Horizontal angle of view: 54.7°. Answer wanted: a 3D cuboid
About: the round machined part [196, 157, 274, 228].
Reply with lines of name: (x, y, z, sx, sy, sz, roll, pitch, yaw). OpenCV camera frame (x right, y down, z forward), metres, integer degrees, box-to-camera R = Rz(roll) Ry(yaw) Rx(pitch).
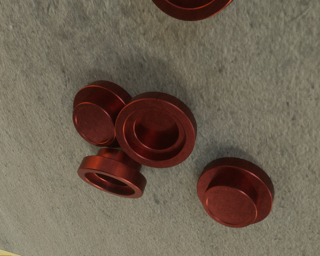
round machined part: (0.094, 0.090, 0.401, 0.098, 0.042, 0.097, 13, 124, 20)

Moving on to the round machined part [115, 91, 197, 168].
round machined part: (-0.002, -0.001, 0.387, 0.098, 0.042, 0.097, 6, 121, 11)

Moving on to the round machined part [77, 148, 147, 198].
round machined part: (-0.066, 0.063, 0.451, 0.098, 0.042, 0.098, 15, 152, 8)

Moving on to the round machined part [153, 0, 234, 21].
round machined part: (0.034, -0.152, 0.283, 0.098, 0.042, 0.097, 13, 124, 20)

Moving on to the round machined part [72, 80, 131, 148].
round machined part: (-0.080, -0.013, 0.428, 0.098, 0.042, 0.097, 13, 124, 20)
